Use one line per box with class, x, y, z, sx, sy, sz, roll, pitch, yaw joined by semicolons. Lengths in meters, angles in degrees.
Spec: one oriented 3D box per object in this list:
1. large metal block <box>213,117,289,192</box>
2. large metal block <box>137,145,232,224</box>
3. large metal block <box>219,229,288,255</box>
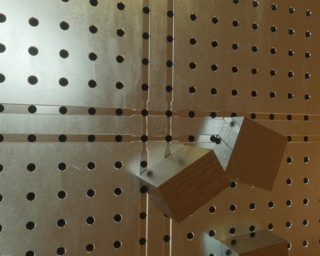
large metal block;0.125;0.036;0.445;0.080;0.050;0.080;23;82;-19
large metal block;0.028;0.066;0.393;0.080;0.080;0.050;-32;101;-17
large metal block;0.138;0.203;0.450;0.081;0.050;0.080;-7;92;-20
